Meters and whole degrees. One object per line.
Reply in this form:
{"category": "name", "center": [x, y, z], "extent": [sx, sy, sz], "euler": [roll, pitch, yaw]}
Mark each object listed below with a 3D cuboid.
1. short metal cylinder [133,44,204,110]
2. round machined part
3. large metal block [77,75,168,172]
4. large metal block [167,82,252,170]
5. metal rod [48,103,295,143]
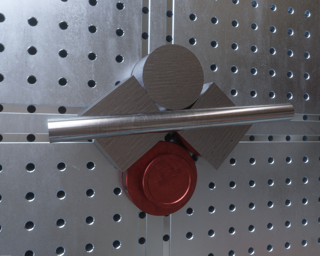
{"category": "short metal cylinder", "center": [0.009, -0.062, 0.399], "extent": [0.081, 0.050, 0.079], "euler": [0, 90, -20]}
{"category": "round machined part", "center": [0.005, 0.065, 0.401], "extent": [0.099, 0.042, 0.097], "euler": [0, 90, -20]}
{"category": "large metal block", "center": [-0.045, -0.006, 0.379], "extent": [0.080, 0.050, 0.080], "euler": [-41, 105, -16]}
{"category": "large metal block", "center": [0.062, -0.003, 0.416], "extent": [0.080, 0.050, 0.080], "euler": [44, 77, -15]}
{"category": "metal rod", "center": [0.029, -0.009, 0.364], "extent": [0.303, 0.025, 0.025], "euler": [-5, 92, -20]}
